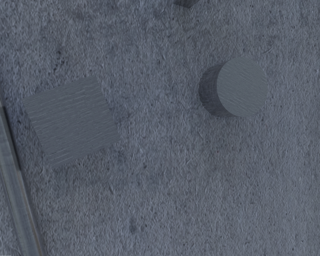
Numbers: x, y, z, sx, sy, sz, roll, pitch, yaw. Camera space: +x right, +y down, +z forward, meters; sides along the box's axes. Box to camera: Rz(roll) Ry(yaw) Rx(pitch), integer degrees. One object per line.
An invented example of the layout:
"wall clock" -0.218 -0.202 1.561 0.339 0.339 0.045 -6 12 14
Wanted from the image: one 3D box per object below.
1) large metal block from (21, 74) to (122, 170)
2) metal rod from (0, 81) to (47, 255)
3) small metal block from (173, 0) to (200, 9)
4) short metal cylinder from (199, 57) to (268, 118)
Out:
"large metal block" -0.102 -0.008 0.359 0.081 0.050 0.080 -23 98 -19
"metal rod" -0.170 0.035 0.346 0.025 0.025 0.298 -14 95 -20
"small metal block" 0.042 -0.195 0.412 0.025 0.050 0.050 8 87 -20
"short metal cylinder" 0.102 -0.055 0.435 0.081 0.050 0.079 0 90 -21
